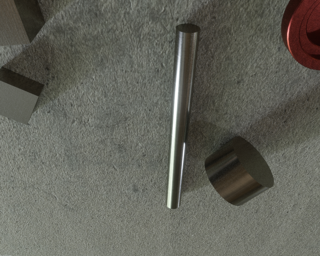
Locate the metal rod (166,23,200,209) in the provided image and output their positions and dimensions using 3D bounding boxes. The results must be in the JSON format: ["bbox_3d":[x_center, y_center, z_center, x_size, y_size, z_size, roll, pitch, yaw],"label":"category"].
[{"bbox_3d":[0.025,0.010,0.416,0.025,0.025,0.298,1,130,-1],"label":"metal rod"}]

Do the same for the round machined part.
[{"bbox_3d":[0.170,-0.110,0.305,0.099,0.042,0.097,-1,130,0],"label":"round machined part"}]

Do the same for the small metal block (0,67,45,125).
[{"bbox_3d":[-0.175,-0.038,0.373,0.050,0.025,0.050,24,126,-20],"label":"small metal block"}]

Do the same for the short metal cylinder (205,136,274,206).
[{"bbox_3d":[0.108,0.058,0.423,0.080,0.080,0.050,32,123,-25],"label":"short metal cylinder"}]

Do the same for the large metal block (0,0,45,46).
[{"bbox_3d":[-0.165,-0.122,0.284,0.080,0.050,0.080,-4,130,3],"label":"large metal block"}]
